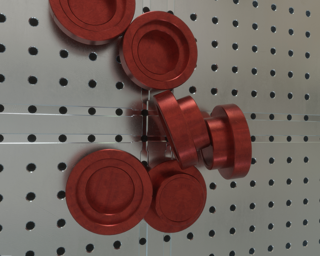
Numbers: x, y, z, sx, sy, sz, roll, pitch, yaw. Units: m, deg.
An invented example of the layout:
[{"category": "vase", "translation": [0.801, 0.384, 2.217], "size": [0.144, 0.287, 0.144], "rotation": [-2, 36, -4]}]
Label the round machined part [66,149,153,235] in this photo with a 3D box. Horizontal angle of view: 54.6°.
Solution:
[{"category": "round machined part", "translation": [-0.059, 0.074, 0.373], "size": [0.099, 0.042, 0.098], "rotation": [0, 87, -5]}]

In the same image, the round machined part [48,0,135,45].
[{"category": "round machined part", "translation": [-0.083, -0.148, 0.373], "size": [0.099, 0.042, 0.097], "rotation": [0, 90, -20]}]

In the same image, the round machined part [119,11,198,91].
[{"category": "round machined part", "translation": [-0.005, -0.096, 0.401], "size": [0.099, 0.042, 0.097], "rotation": [0, 90, -20]}]

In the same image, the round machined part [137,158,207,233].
[{"category": "round machined part", "translation": [0.019, 0.091, 0.411], "size": [0.099, 0.042, 0.097], "rotation": [0, 90, -20]}]

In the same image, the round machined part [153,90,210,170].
[{"category": "round machined part", "translation": [0.029, -0.001, 0.381], "size": [0.042, 0.098, 0.098], "rotation": [-21, 98, -3]}]

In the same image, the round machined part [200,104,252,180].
[{"category": "round machined part", "translation": [0.079, 0.019, 0.404], "size": [0.042, 0.098, 0.097], "rotation": [-6, 92, -7]}]
